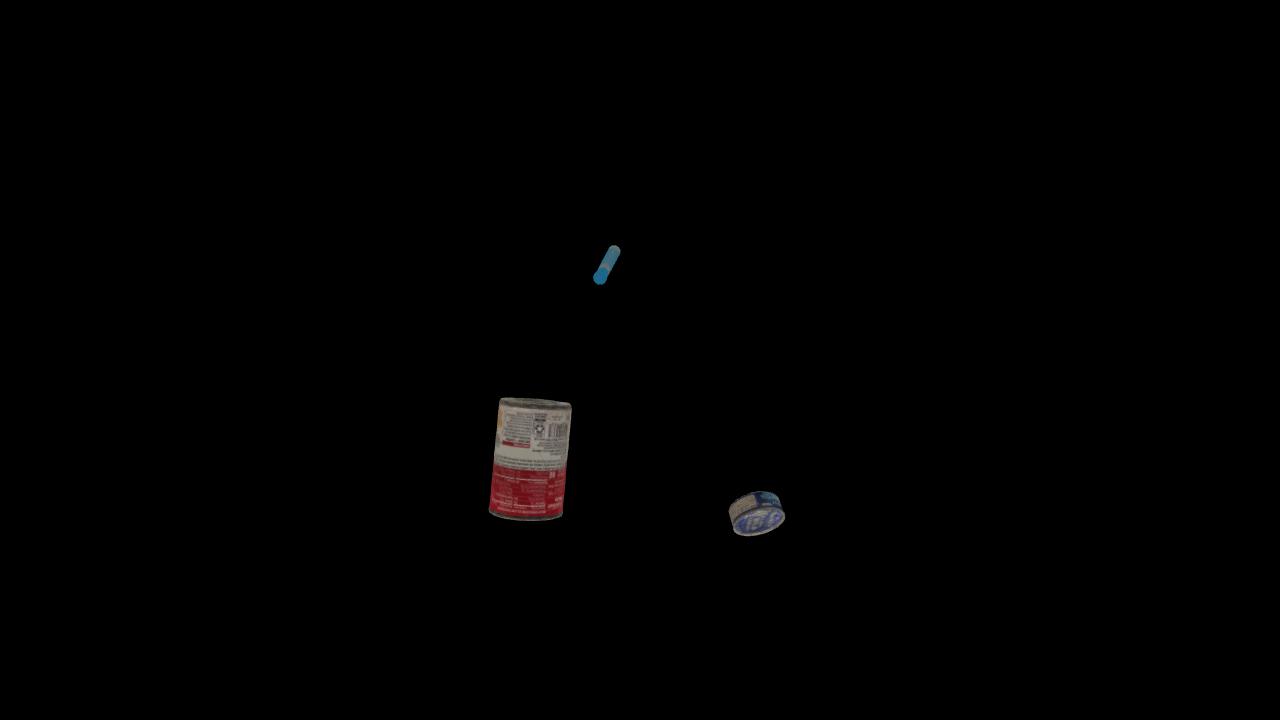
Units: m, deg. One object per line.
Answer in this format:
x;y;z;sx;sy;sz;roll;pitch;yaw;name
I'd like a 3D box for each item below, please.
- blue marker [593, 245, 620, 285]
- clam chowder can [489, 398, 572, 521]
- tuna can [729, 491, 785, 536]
-0.047;-0.136;0.879;0.020;0.020;0.121;0;29;9;blue marker
-0.099;0.088;0.561;0.068;0.102;0.068;5;0;0;clam chowder can
0.183;0.242;0.966;0.084;0.034;0.084;-7;-43;-6;tuna can
